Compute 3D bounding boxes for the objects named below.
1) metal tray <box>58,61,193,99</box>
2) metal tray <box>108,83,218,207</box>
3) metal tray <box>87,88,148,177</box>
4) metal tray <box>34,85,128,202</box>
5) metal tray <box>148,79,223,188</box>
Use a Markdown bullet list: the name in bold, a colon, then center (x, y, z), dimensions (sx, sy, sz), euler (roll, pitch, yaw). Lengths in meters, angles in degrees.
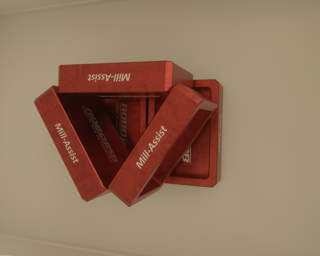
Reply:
- **metal tray**: center (-0.036, -0.051, 0.354), dimensions (0.130, 0.090, 0.030), euler (2, 91, 20)
- **metal tray**: center (0.007, 0.018, 0.339), dimensions (0.030, 0.090, 0.129), euler (37, 102, 16)
- **metal tray**: center (-0.055, 0.003, 0.427), dimensions (0.090, 0.030, 0.129), euler (1, 89, 20)
- **metal tray**: center (-0.083, 0.015, 0.371), dimensions (0.030, 0.090, 0.130), euler (-33, 80, 18)
- **metal tray**: center (0.031, 0.006, 0.396), dimensions (0.090, 0.030, 0.129), euler (1, 90, 20)
